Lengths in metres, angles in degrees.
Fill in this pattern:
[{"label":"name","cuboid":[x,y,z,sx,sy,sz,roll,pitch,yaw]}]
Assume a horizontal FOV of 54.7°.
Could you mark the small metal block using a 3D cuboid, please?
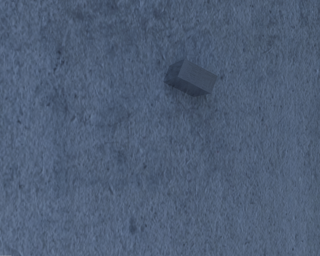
[{"label":"small metal block","cuboid":[0.039,-0.065,0.411,0.050,0.050,0.025,24,82,-19]}]
